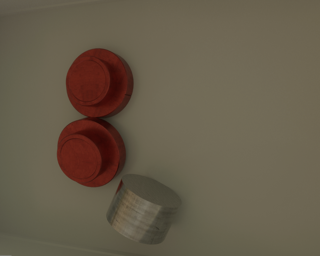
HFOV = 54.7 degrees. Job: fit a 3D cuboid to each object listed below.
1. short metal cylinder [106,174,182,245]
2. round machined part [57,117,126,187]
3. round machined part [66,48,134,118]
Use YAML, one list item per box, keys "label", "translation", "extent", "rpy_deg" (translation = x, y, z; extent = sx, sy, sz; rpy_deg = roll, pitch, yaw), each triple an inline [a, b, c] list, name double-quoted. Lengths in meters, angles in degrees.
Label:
- label: "short metal cylinder"
  translation: [-0.020, 0.099, 0.387]
  extent: [0.080, 0.080, 0.050]
  rpy_deg: [26, 99, 17]
- label: "round machined part"
  translation: [-0.100, 0.036, 0.425]
  extent: [0.098, 0.042, 0.097]
  rpy_deg: [4, 104, 18]
- label: "round machined part"
  translation: [-0.090, -0.063, 0.432]
  extent: [0.098, 0.042, 0.097]
  rpy_deg: [0, 90, 19]
